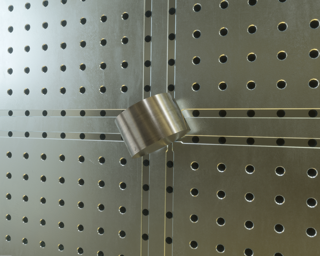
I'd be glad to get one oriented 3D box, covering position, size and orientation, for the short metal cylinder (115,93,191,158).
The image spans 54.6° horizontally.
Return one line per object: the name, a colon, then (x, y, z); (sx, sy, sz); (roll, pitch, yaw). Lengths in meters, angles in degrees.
short metal cylinder: (-0.009, -0.002, 0.386); (0.080, 0.080, 0.050); (-30, 80, 18)
